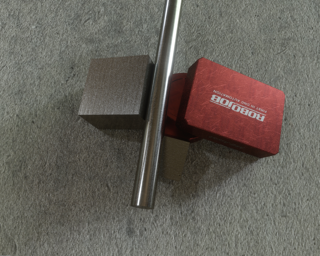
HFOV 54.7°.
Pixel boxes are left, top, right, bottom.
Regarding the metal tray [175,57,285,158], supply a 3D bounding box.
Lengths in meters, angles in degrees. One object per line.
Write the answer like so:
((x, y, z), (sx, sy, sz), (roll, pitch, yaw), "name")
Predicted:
((0.092, -0.023, 0.392), (0.131, 0.030, 0.090), (19, 71, -15), "metal tray")

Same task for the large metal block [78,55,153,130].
((-0.049, -0.044, 0.400), (0.080, 0.050, 0.080), (0, 69, 19), "large metal block")

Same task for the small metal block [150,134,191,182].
((0.007, 0.034, 0.387), (0.050, 0.025, 0.050), (15, 96, 6), "small metal block")

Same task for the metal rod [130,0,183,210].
((0.001, -0.053, 0.384), (0.025, 0.025, 0.299), (7, 68, 2), "metal rod")

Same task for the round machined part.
((0.032, -0.031, 0.412), (0.099, 0.042, 0.098), (0, 70, 0), "round machined part")
